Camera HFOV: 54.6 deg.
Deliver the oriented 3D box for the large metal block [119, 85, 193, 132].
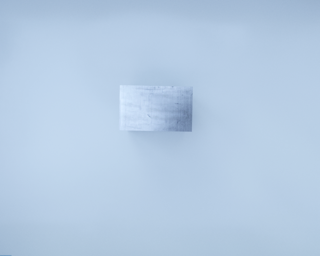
[{"bbox_3d":[-0.005,-0.022,0.382,0.080,0.080,0.050,1,90,0],"label":"large metal block"}]
